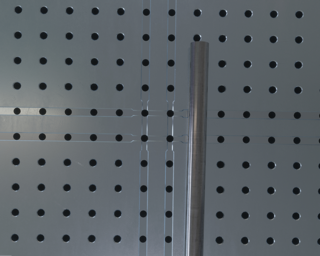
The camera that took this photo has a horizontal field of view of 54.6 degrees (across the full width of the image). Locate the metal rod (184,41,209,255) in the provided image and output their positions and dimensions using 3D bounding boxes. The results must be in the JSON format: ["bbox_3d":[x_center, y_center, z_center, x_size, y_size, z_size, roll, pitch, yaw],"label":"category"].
[{"bbox_3d":[0.049,0.037,0.413,0.025,0.025,0.298,2,90,0],"label":"metal rod"}]
